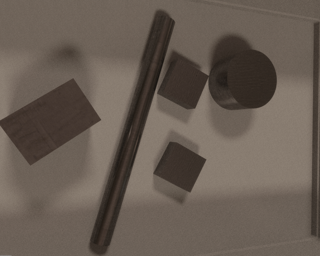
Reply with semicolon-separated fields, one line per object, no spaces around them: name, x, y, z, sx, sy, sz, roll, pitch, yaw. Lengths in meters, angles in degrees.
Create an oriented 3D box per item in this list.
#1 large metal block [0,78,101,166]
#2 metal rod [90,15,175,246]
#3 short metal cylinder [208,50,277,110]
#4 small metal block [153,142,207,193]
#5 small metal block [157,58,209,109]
large metal block;-0.118;-0.007;0.338;0.080;0.080;0.050;-35;102;-17
metal rod;-0.033;-0.001;0.399;0.025;0.025;0.299;18;84;-20
short metal cylinder;0.117;-0.066;0.442;0.081;0.050;0.079;0;90;-21
small metal block;0.027;0.053;0.422;0.050;0.025;0.050;31;80;-18
small metal block;0.032;-0.059;0.423;0.050;0.025;0.050;26;81;-19
